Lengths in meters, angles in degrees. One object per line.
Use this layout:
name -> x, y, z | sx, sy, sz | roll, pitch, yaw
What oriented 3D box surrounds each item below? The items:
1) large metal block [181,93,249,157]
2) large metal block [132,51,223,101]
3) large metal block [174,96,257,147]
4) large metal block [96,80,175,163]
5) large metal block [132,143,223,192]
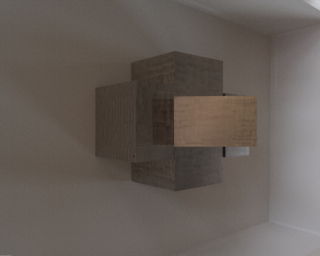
large metal block -> 0.074, -0.004, 0.429 | 0.050, 0.080, 0.080 | 0, 90, -41
large metal block -> 0.021, -0.058, 0.387 | 0.081, 0.080, 0.050 | 0, 91, -40
large metal block -> 0.058, -0.007, 0.344 | 0.080, 0.080, 0.050 | -4, 94, -85
large metal block -> -0.030, -0.007, 0.345 | 0.050, 0.080, 0.080 | 0, 90, -40
large metal block -> 0.021, 0.043, 0.387 | 0.081, 0.080, 0.050 | 0, 91, -40
